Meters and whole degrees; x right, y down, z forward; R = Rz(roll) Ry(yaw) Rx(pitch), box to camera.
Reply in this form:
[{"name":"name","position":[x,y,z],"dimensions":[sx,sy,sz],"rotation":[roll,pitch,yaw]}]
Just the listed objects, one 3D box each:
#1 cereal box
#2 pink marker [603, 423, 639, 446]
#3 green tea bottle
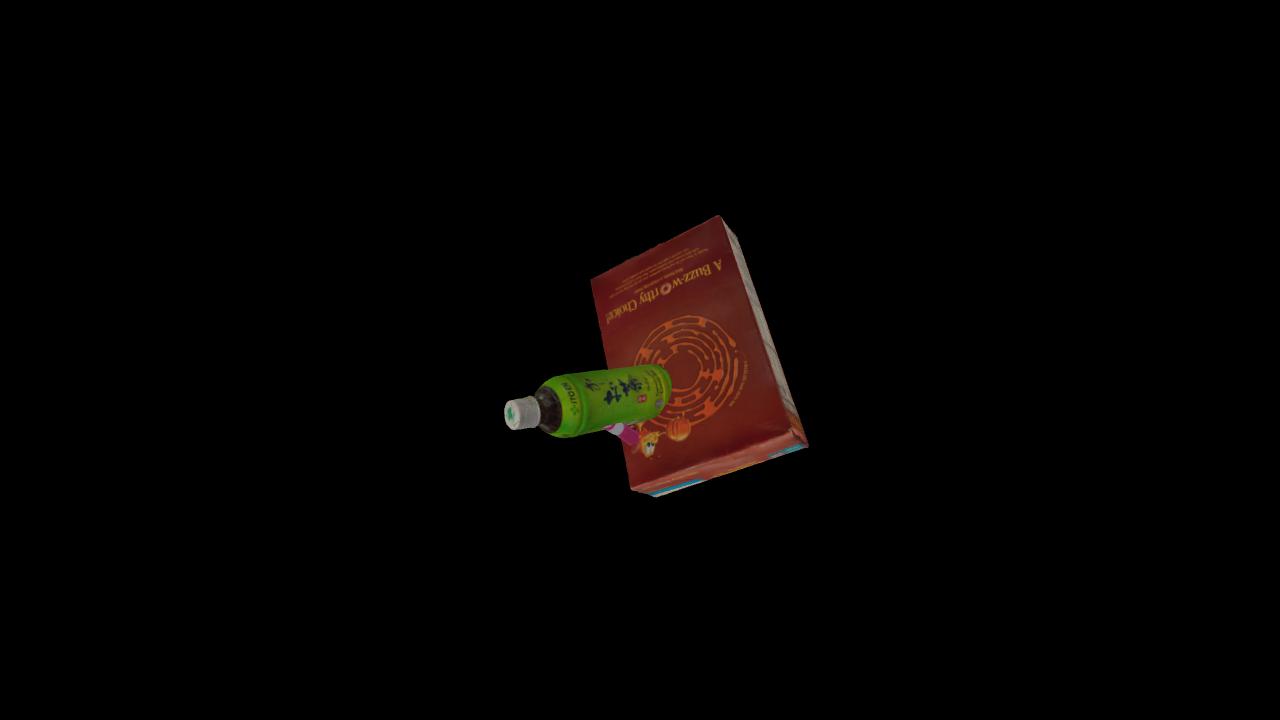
[{"name":"cereal box","position":[0.061,-0.005,0.766],"dimensions":[0.203,0.306,0.081],"rotation":[-24,-28,21]},{"name":"pink marker","position":[-0.045,0.062,0.675],"dimensions":[0.121,0.020,0.020],"rotation":[36,-20,-30]},{"name":"green tea bottle","position":[-0.051,0.047,0.682],"dimensions":[0.212,0.073,0.073],"rotation":[-9,6,-44]}]
